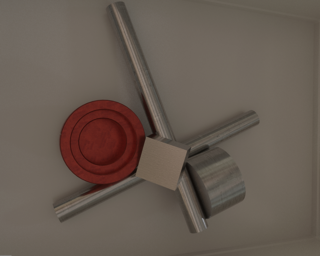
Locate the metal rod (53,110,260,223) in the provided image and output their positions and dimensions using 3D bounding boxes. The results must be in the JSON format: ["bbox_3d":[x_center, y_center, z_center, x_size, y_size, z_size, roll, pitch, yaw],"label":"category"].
[{"bbox_3d":[0.009,0.043,0.414,0.302,0.025,0.025,-24,98,-19],"label":"metal rod"}]

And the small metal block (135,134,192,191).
[{"bbox_3d":[0.004,0.040,0.368,0.050,0.025,0.050,18,101,13],"label":"small metal block"}]

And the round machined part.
[{"bbox_3d":[-0.071,0.016,0.375,0.099,0.042,0.097,0,90,-21],"label":"round machined part"}]

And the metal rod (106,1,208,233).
[{"bbox_3d":[-0.003,-0.013,0.390,0.025,0.025,0.299,-21,90,-19],"label":"metal rod"}]

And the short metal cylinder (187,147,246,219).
[{"bbox_3d":[0.065,0.071,0.405,0.050,0.080,0.080,-21,97,-19],"label":"short metal cylinder"}]
